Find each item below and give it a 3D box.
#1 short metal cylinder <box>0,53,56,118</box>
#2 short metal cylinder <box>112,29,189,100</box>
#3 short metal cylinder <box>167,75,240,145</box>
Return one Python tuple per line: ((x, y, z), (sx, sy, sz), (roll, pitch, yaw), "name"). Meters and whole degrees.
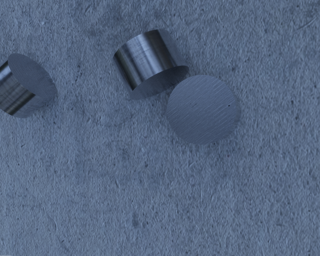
((-0.201, -0.061, 0.451), (0.050, 0.080, 0.080), (-36, 79, 17), "short metal cylinder")
((-0.011, -0.076, 0.384), (0.080, 0.080, 0.050), (-29, 81, 17), "short metal cylinder")
((0.054, -0.021, 0.376), (0.080, 0.050, 0.080), (0, 90, 20), "short metal cylinder")
